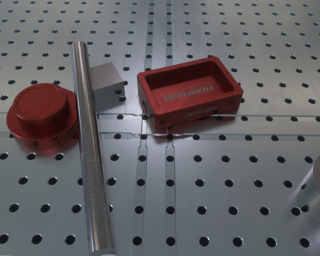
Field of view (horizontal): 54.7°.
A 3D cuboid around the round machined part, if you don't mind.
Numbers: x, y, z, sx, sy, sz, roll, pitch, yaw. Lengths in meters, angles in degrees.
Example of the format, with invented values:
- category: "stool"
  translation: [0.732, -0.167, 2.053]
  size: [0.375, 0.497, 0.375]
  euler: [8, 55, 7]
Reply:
- category: "round machined part"
  translation: [-0.155, -0.023, 0.414]
  size: [0.099, 0.042, 0.098]
  euler: [0, 50, 0]

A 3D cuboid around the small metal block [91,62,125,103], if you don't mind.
- category: "small metal block"
  translation: [-0.086, -0.069, 0.465]
  size: [0.050, 0.025, 0.050]
  euler: [-20, 53, -16]

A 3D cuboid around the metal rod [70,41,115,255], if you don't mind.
- category: "metal rod"
  translation: [-0.089, 0.001, 0.386]
  size: [0.025, 0.025, 0.299]
  euler: [-10, 57, -8]

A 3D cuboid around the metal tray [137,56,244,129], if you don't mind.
- category: "metal tray"
  translation: [0.041, -0.055, 0.450]
  size: [0.131, 0.030, 0.090]
  euler: [-15, 52, -13]

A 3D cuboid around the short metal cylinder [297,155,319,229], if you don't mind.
- category: "short metal cylinder"
  translation: [0.198, 0.070, 0.334]
  size: [0.081, 0.050, 0.080]
  euler: [0, 50, 0]
